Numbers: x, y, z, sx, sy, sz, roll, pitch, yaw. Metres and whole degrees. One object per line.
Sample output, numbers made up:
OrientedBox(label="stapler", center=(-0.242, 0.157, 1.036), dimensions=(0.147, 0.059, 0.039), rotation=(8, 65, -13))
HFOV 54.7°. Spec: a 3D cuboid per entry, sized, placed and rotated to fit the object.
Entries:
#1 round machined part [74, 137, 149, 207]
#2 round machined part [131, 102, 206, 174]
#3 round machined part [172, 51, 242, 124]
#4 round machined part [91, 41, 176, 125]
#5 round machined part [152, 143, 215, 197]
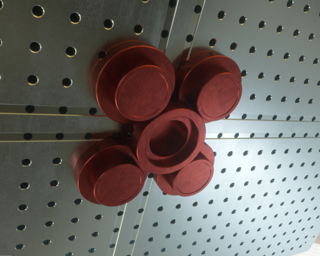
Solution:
OrientedBox(label="round machined part", center=(-0.059, 0.065, 0.410), dimensions=(0.099, 0.042, 0.097), rotation=(-14, 125, -21))
OrientedBox(label="round machined part", center=(0.008, 0.009, 0.410), dimensions=(0.099, 0.042, 0.097), rotation=(-14, 125, -21))
OrientedBox(label="round machined part", center=(0.068, -0.048, 0.409), dimensions=(0.099, 0.042, 0.097), rotation=(-14, 125, -21))
OrientedBox(label="round machined part", center=(-0.025, -0.046, 0.358), dimensions=(0.099, 0.042, 0.097), rotation=(-14, 125, -21))
OrientedBox(label="round machined part", center=(0.041, 0.063, 0.463), dimensions=(0.099, 0.042, 0.097), rotation=(-14, 125, -21))
